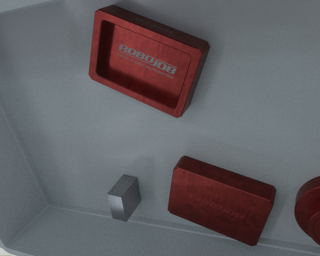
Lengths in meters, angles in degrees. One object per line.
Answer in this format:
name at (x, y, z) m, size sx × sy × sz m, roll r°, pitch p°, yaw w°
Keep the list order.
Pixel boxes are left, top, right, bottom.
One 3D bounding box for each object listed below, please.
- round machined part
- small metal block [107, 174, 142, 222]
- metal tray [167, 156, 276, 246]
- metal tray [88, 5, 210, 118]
round machined part at (0.207, 0.104, 0.353) m, size 0.098 × 0.042 × 0.097 m, roll 13°, pitch 124°, yaw 20°
small metal block at (-0.055, 0.110, 0.487) m, size 0.025 × 0.050 × 0.050 m, roll 7°, pitch 122°, yaw 24°
metal tray at (0.080, 0.099, 0.424) m, size 0.130 × 0.030 × 0.089 m, roll 18°, pitch 126°, yaw 17°
metal tray at (-0.018, -0.078, 0.364) m, size 0.130 × 0.030 × 0.089 m, roll 25°, pitch 127°, yaw 12°
